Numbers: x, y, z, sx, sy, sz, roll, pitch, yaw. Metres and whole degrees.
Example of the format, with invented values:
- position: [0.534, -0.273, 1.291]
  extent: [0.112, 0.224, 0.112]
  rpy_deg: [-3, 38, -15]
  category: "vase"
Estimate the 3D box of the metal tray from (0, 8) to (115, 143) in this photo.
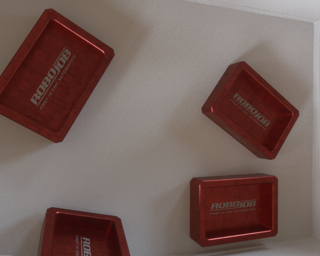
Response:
- position: [-0.124, -0.059, 0.362]
  extent: [0.090, 0.030, 0.130]
  rpy_deg: [32, 79, -18]
  category: "metal tray"

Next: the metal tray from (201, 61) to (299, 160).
- position: [0.136, -0.024, 0.459]
  extent: [0.130, 0.030, 0.090]
  rpy_deg: [37, 78, -17]
  category: "metal tray"

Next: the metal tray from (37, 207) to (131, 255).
- position: [-0.079, 0.136, 0.324]
  extent: [0.091, 0.130, 0.030]
  rpy_deg: [14, 103, -20]
  category: "metal tray"

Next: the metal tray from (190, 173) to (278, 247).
- position: [0.109, 0.115, 0.449]
  extent: [0.131, 0.030, 0.089]
  rpy_deg: [0, 90, -21]
  category: "metal tray"
